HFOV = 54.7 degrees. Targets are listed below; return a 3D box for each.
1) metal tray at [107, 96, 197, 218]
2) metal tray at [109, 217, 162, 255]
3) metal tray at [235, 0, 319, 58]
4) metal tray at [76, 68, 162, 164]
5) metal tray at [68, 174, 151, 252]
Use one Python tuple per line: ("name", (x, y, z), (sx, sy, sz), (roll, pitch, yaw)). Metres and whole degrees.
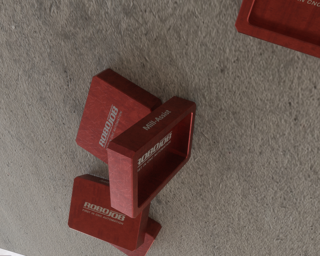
("metal tray", (-0.005, 0.028, 0.357), (0.030, 0.131, 0.089), (21, 127, 26))
("metal tray", (-0.071, 0.172, 0.547), (0.130, 0.030, 0.089), (30, 128, 9))
("metal tray", (0.141, -0.109, 0.261), (0.130, 0.030, 0.089), (23, 127, 14))
("metal tray", (-0.062, -0.006, 0.433), (0.090, 0.030, 0.129), (32, 129, 7))
("metal tray", (-0.084, 0.135, 0.507), (0.130, 0.030, 0.089), (12, 96, 22))
